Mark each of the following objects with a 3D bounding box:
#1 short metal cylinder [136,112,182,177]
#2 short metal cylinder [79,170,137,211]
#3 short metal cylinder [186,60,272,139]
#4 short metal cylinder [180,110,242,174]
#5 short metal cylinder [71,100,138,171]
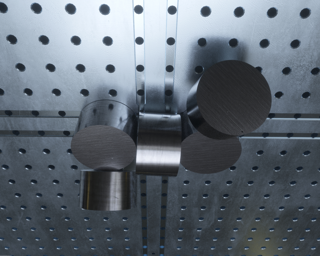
[{"bbox_3d":[-0.003,0.021,0.393,0.050,0.080,0.079,4,130,-4],"label":"short metal cylinder"},{"bbox_3d":[-0.073,0.085,0.440,0.081,0.050,0.080,1,174,0],"label":"short metal cylinder"},{"bbox_3d":[0.074,-0.029,0.343,0.081,0.080,0.050,7,171,-6],"label":"short metal cylinder"},{"bbox_3d":[0.062,0.015,0.408,0.081,0.050,0.079,0,130,0],"label":"short metal cylinder"},{"bbox_3d":[-0.070,0.011,0.402,0.081,0.050,0.079,0,130,0],"label":"short metal cylinder"}]
